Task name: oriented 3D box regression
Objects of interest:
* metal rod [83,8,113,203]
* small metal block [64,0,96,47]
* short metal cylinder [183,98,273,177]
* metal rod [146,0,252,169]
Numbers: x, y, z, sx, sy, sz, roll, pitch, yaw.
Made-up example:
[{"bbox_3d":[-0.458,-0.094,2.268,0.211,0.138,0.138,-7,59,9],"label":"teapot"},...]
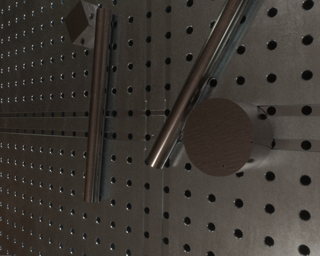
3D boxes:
[{"bbox_3d":[-0.098,-0.032,0.487,0.025,0.025,0.298,8,95,39],"label":"metal rod"},{"bbox_3d":[-0.128,-0.172,0.512,0.050,0.025,0.050,-33,70,35],"label":"small metal block"},{"bbox_3d":[0.073,0.009,0.332,0.080,0.050,0.079,0,90,39],"label":"short metal cylinder"},{"bbox_3d":[0.056,-0.078,0.361,0.025,0.025,0.298,40,114,32],"label":"metal rod"}]
